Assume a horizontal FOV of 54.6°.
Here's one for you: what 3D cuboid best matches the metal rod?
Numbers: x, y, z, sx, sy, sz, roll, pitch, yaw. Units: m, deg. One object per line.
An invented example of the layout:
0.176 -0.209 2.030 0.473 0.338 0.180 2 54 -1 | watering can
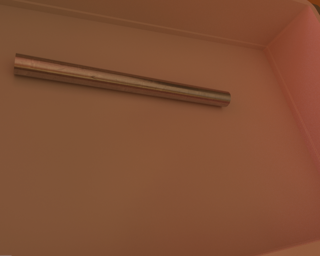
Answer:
-0.032 -0.060 0.424 0.302 0.025 0.025 6 59 -25 | metal rod
